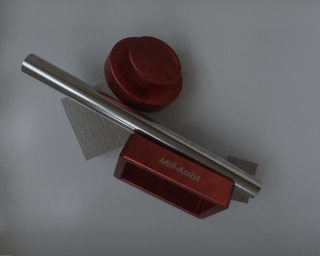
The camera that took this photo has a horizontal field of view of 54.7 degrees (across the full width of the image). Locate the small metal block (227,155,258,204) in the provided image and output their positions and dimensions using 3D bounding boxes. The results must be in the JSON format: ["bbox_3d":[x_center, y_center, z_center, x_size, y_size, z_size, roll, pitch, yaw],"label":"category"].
[{"bbox_3d":[0.100,0.064,0.399,0.025,0.050,0.050,15,90,0],"label":"small metal block"}]

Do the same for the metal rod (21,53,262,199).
[{"bbox_3d":[-0.020,-0.002,0.358,0.301,0.025,0.025,29,90,-1],"label":"metal rod"}]

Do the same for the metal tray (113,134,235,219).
[{"bbox_3d":[0.012,0.063,0.374,0.131,0.090,0.030,26,63,-1],"label":"metal tray"}]

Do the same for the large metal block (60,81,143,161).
[{"bbox_3d":[-0.067,-0.013,0.396,0.080,0.050,0.080,-22,90,-1],"label":"large metal block"}]

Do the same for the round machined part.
[{"bbox_3d":[-0.014,-0.071,0.375,0.099,0.042,0.098,14,59,-25],"label":"round machined part"}]
